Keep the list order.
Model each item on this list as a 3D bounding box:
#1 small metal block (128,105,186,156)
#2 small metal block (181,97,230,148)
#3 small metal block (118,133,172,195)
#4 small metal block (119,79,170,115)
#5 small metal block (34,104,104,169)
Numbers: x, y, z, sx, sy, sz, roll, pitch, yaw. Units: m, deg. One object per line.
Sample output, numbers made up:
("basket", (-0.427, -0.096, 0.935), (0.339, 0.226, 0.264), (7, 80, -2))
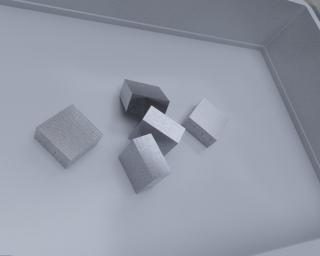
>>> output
("small metal block", (-0.005, 0.007, 0.384), (0.050, 0.050, 0.025), (34, 51, -6))
("small metal block", (0.066, -0.008, 0.448), (0.050, 0.025, 0.050), (40, 51, -1))
("small metal block", (-0.019, 0.042, 0.355), (0.025, 0.050, 0.050), (-18, 71, -35))
("small metal block", (-0.021, -0.039, 0.404), (0.050, 0.025, 0.050), (10, 25, -23))
("small metal block", (-0.102, 0.009, 0.346), (0.050, 0.025, 0.050), (45, 51, 2))
